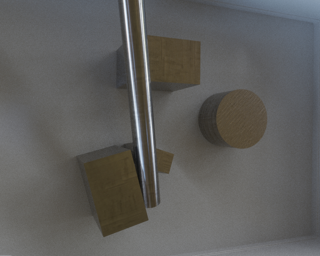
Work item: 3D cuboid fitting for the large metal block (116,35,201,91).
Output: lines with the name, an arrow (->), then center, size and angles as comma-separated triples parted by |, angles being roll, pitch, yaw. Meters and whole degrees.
large metal block -> -0.005, -0.076, 0.380 | 0.081, 0.080, 0.050 | 1, 90, -20

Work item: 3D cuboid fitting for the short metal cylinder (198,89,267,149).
short metal cylinder -> 0.102, -0.012, 0.436 | 0.081, 0.050, 0.079 | 0, 90, -21

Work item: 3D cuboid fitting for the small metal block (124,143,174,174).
small metal block -> -0.018, 0.038, 0.390 | 0.050, 0.050, 0.025 | 20, 78, -20

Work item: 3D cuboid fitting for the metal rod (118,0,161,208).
metal rod -> -0.022, -0.054, 0.316 | 0.025, 0.025, 0.298 | -11, 110, -20

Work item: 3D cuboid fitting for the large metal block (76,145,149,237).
large metal block -> -0.058, 0.067, 0.361 | 0.050, 0.080, 0.080 | -16, 96, -19
